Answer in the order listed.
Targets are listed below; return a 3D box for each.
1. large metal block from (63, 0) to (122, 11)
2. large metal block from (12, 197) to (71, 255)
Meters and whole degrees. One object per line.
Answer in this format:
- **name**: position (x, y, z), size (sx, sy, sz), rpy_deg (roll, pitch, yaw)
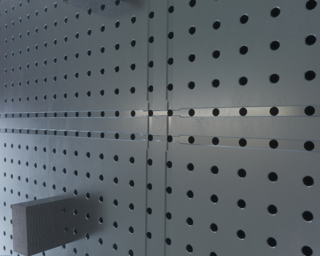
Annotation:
- **large metal block**: position (-0.105, -0.236, 0.481), size (0.080, 0.050, 0.080), rpy_deg (2, 92, 40)
- **large metal block**: position (-0.209, 0.170, 0.548), size (0.050, 0.081, 0.080), rpy_deg (-6, 86, 40)
